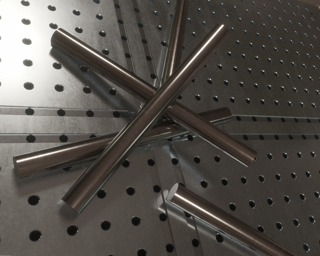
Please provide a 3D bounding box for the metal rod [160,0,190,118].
[{"bbox_3d":[0.026,-0.143,0.511,0.025,0.025,0.300,21,54,-16],"label":"metal rod"}]

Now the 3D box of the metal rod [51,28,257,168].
[{"bbox_3d":[-0.010,-0.040,0.404,0.301,0.025,0.025,33,51,2],"label":"metal rod"}]

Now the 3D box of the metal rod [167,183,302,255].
[{"bbox_3d":[0.142,0.154,0.392,0.301,0.025,0.025,31,52,-8],"label":"metal rod"}]

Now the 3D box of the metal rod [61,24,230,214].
[{"bbox_3d":[-0.002,-0.027,0.372,0.025,0.025,0.301,40,67,-2],"label":"metal rod"}]

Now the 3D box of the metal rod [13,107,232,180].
[{"bbox_3d":[-0.021,0.010,0.392,0.303,0.025,0.025,-14,69,-34],"label":"metal rod"}]
